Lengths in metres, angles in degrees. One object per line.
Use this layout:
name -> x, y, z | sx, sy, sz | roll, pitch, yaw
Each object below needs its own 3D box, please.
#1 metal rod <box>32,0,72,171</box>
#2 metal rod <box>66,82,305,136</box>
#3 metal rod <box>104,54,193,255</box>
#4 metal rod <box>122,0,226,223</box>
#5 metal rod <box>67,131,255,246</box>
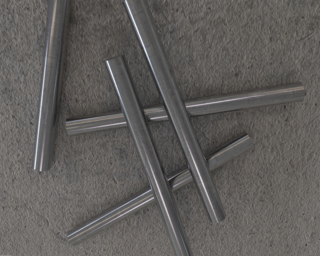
metal rod -> -0.129, -0.083, 0.377 | 0.025, 0.025, 0.298 | 12, 110, -5
metal rod -> 0.030, -0.024, 0.401 | 0.302, 0.025, 0.025 | -9, 110, 3
metal rod -> -0.008, 0.054, 0.401 | 0.025, 0.025, 0.298 | -16, 109, 6
metal rod -> 0.025, -0.008, 0.379 | 0.025, 0.025, 0.299 | -20, 109, 7
metal rod -> -0.006, 0.091, 0.442 | 0.300, 0.025, 0.025 | -31, 107, 10
